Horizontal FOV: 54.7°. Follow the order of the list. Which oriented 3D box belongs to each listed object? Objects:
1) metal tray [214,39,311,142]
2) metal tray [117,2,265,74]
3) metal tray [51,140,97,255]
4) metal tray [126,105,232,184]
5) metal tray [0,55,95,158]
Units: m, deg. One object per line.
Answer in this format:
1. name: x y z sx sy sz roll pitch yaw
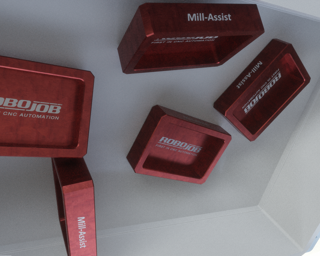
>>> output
1. metal tray: 0.151 -0.052 0.455 0.130 0.030 0.090 -48 129 6
2. metal tray: 0.030 -0.092 0.327 0.131 0.090 0.030 -9 80 -24
3. metal tray: -0.102 0.091 0.366 0.030 0.090 0.129 -10 123 -24
4. metal tray: 0.030 0.028 0.438 0.131 0.030 0.089 16 110 -35
5. metal tray: -0.134 -0.019 0.297 0.131 0.030 0.089 5 92 -31
